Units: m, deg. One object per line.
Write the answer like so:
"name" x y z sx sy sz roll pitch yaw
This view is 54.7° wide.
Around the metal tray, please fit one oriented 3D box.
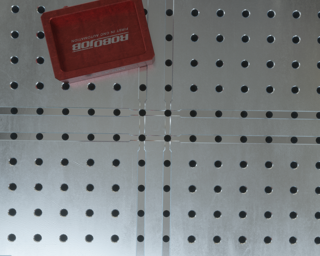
"metal tray" -0.080 -0.117 0.409 0.131 0.030 0.089 -13 90 -1
